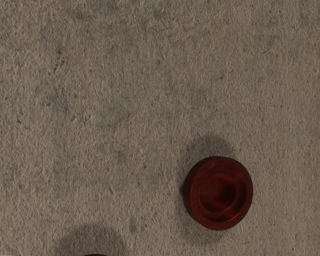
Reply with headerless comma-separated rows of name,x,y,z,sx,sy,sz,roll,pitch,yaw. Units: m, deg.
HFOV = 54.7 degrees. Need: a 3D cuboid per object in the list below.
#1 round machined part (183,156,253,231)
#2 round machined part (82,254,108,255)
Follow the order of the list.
round machined part,0.076,0.087,0.430,0.099,0.042,0.097,0,90,-21
round machined part,-0.084,0.199,0.370,0.099,0.042,0.097,0,90,-21
